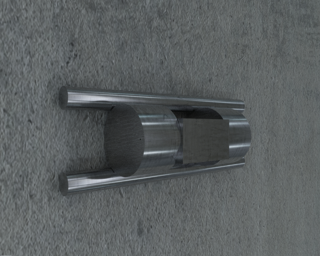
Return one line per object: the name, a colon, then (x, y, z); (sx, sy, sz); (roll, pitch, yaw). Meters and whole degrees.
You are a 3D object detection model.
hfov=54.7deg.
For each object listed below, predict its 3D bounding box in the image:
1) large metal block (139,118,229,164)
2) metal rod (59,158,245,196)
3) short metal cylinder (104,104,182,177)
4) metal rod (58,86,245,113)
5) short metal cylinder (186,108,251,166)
large metal block: (0.030, 0.014, 0.392); (0.081, 0.080, 0.050); (0, 90, -40)
metal rod: (0.015, 0.057, 0.419); (0.302, 0.025, 0.025); (-1, 91, -40)
short metal cylinder: (-0.022, 0.013, 0.352); (0.050, 0.080, 0.079); (-1, 91, -40)
metal rod: (0.015, -0.033, 0.419); (0.302, 0.025, 0.025); (-1, 91, -40)
short metal cylinder: (0.080, 0.012, 0.436); (0.050, 0.080, 0.079); (-1, 91, -40)
